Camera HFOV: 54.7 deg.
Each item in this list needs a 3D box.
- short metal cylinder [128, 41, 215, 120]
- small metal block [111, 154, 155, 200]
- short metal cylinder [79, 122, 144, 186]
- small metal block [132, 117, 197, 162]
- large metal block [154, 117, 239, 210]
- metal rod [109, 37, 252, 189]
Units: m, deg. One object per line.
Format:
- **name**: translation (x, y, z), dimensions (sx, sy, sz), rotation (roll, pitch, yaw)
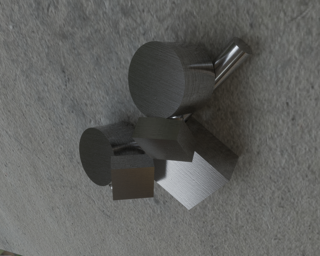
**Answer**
- **short metal cylinder**: translation (0.011, -0.052, 0.334), dimensions (0.080, 0.050, 0.079), rotation (12, 108, 42)
- **small metal block**: translation (-0.034, 0.061, 0.382), dimensions (0.050, 0.025, 0.050), rotation (-3, 123, -8)
- **short metal cylinder**: translation (-0.068, 0.034, 0.429), dimensions (0.080, 0.050, 0.079), rotation (12, 108, 41)
- **small metal block**: translation (0.006, 0.013, 0.331), dimensions (0.050, 0.025, 0.050), rotation (2, 150, 27)
- **large metal block**: translation (0.039, 0.046, 0.397), dimensions (0.080, 0.050, 0.080), rotation (41, 129, -1)
- **metal rod**: translation (0.006, 0.003, 0.405), dimensions (0.025, 0.025, 0.298), rotation (41, 129, -1)
